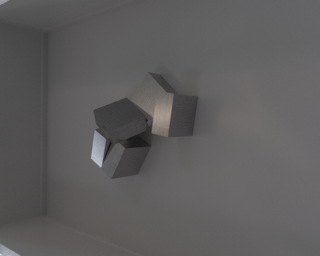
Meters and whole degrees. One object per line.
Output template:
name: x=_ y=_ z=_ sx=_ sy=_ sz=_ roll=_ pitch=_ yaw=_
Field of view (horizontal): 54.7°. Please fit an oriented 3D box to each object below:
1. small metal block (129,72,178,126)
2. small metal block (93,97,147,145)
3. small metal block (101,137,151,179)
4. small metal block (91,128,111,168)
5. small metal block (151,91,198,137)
small metal block: x=-0.007 y=-0.038 z=0.413 sx=0.050 sy=0.025 sz=0.050 roll=50 pitch=119 yaw=28
small metal block: x=-0.053 y=-0.010 z=0.412 sx=0.050 sy=0.050 sz=0.025 roll=44 pitch=148 yaw=39
small metal block: x=-0.047 y=0.040 z=0.429 sx=0.025 sy=0.050 sz=0.050 roll=39 pitch=114 yaw=33
small metal block: x=-0.067 y=0.023 z=0.438 sx=0.025 sy=0.050 sz=0.050 roll=36 pitch=127 yaw=31
small metal block: x=0.019 y=-0.016 z=0.375 sx=0.025 sy=0.050 sz=0.050 roll=13 pitch=98 yaw=39
